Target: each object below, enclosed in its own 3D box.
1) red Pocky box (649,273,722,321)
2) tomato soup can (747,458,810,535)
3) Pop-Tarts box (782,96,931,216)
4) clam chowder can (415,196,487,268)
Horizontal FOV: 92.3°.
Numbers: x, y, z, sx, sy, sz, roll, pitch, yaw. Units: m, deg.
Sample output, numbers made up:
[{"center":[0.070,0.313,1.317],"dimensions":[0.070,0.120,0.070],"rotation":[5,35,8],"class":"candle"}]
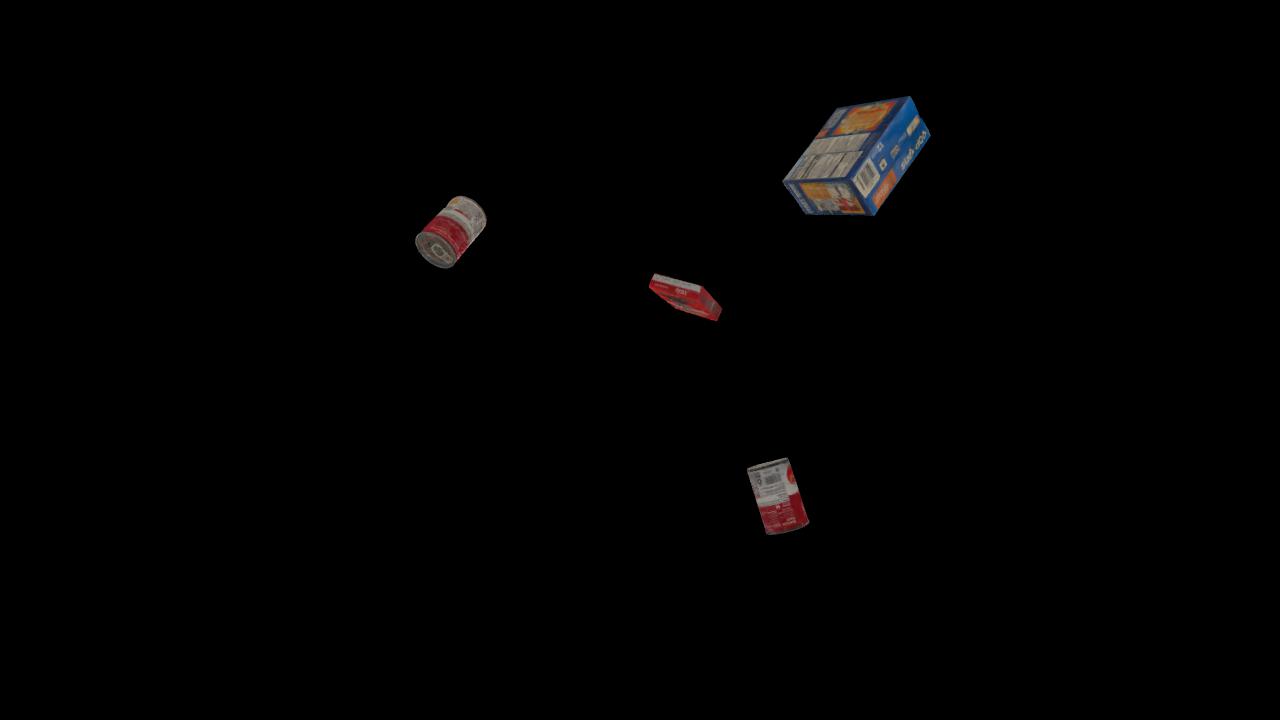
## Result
[{"center":[0.077,-0.099,0.988],"dimensions":[0.083,0.028,0.155],"rotation":[17,-2,20],"class":"red Pocky box"},{"center":[0.207,0.205,0.931],"dimensions":[0.068,0.101,0.068],"rotation":[-17,-9,-3],"class":"tomato soup can"},{"center":[0.334,-0.312,0.957],"dimensions":[0.083,0.167,0.141],"rotation":[44,-13,-32],"class":"Pop-Tarts box"},{"center":[-0.291,-0.200,0.957],"dimensions":[0.068,0.102,0.068],"rotation":[15,-39,13],"class":"clam chowder can"}]
